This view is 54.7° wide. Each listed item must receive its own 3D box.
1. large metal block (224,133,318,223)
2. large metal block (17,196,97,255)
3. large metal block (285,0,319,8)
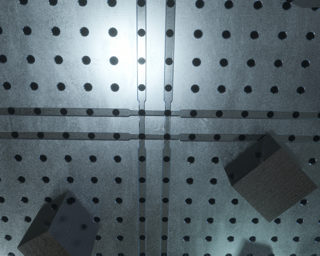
[{"bbox_3d":[0.150,0.068,0.428,0.080,0.050,0.080,-42,105,13],"label":"large metal block"},{"bbox_3d":[-0.141,0.159,0.441,0.050,0.080,0.080,-30,108,10],"label":"large metal block"},{"bbox_3d":[0.145,-0.167,0.325,0.080,0.080,0.050,19,109,-7],"label":"large metal block"}]
